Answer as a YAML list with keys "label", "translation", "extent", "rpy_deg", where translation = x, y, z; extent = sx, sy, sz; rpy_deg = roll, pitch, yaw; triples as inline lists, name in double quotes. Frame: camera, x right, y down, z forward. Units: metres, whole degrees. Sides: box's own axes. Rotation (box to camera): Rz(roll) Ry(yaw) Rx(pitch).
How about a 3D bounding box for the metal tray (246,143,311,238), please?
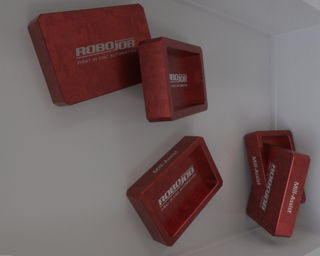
- label: "metal tray"
  translation: [0.187, 0.097, 0.502]
  extent: [0.030, 0.090, 0.129]
  rpy_deg: [10, 95, -14]

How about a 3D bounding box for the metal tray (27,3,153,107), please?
- label: "metal tray"
  translation: [-0.066, -0.085, 0.347]
  extent: [0.131, 0.030, 0.089]
  rpy_deg: [-24, 105, -37]

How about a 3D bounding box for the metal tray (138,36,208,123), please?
- label: "metal tray"
  translation: [0.022, -0.060, 0.389]
  extent: [0.131, 0.030, 0.089]
  rpy_deg: [-18, 103, -62]

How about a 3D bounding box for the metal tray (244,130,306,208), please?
- label: "metal tray"
  translation: [0.200, 0.070, 0.540]
  extent: [0.091, 0.030, 0.129]
  rpy_deg: [-1, 77, -30]

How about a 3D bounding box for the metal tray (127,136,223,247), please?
- label: "metal tray"
  translation: [0.026, 0.082, 0.425]
  extent: [0.131, 0.030, 0.090]
  rpy_deg: [-41, 115, -32]
